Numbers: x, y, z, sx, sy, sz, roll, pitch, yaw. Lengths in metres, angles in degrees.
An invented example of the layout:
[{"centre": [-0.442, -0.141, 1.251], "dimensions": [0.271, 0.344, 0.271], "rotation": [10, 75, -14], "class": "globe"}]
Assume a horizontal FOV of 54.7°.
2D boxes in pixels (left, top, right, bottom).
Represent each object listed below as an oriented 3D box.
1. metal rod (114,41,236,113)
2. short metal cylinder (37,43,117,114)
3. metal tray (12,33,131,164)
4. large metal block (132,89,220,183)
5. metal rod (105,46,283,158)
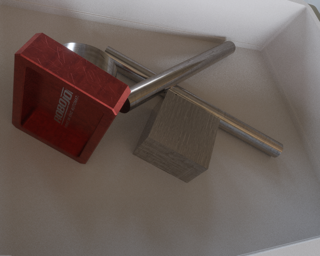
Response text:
[{"centre": [0.042, -0.087, 0.456], "dimensions": [0.025, 0.025, 0.302], "rotation": [49, 43, 6], "class": "metal rod"}, {"centre": [-0.092, -0.049, 0.352], "dimensions": [0.081, 0.080, 0.050], "rotation": [15, 56, -20], "class": "short metal cylinder"}, {"centre": [-0.092, -0.019, 0.300], "dimensions": [0.090, 0.129, 0.030], "rotation": [31, 55, -9], "class": "metal tray"}, {"centre": [0.023, 0.011, 0.397], "dimensions": [0.080, 0.050, 0.080], "rotation": [29, 52, -10], "class": "large metal block"}, {"centre": [0.054, -0.034, 0.456], "dimensions": [0.301, 0.025, 0.025], "rotation": [28, 52, -11], "class": "metal rod"}]
